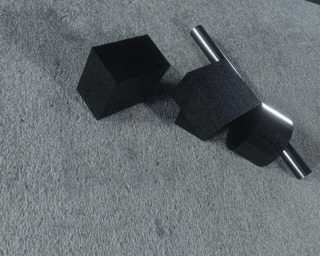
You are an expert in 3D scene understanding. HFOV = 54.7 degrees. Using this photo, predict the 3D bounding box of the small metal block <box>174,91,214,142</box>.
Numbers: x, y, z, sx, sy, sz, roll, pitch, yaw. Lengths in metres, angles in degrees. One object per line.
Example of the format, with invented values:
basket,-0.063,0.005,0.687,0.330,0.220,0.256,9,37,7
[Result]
small metal block,0.055,-0.017,0.444,0.050,0.025,0.050,32,52,-8

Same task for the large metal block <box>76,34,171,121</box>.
large metal block,-0.047,-0.062,0.381,0.081,0.080,0.050,-27,77,-37

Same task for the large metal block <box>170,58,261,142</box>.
large metal block,0.075,-0.040,0.420,0.081,0.050,0.080,-27,76,-37

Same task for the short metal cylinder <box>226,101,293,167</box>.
short metal cylinder,0.138,0.008,0.438,0.050,0.080,0.080,31,52,-9

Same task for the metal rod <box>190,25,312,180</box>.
metal rod,0.144,-0.049,0.510,0.025,0.025,0.299,-24,75,-37
